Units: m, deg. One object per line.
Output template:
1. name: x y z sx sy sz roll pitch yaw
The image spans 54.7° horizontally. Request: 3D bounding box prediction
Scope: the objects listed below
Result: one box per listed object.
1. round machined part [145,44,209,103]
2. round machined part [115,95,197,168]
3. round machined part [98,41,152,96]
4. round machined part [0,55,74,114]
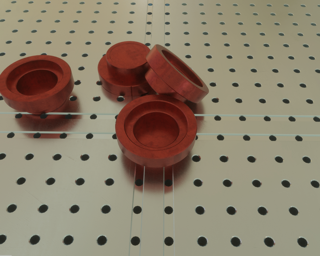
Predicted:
1. round machined part: 0.018 -0.068 0.432 0.098 0.042 0.098 37 21 -16
2. round machined part: -0.005 0.008 0.388 0.099 0.042 0.098 1 53 0
3. round machined part: -0.047 -0.097 0.478 0.099 0.042 0.098 1 50 0
4. round machined part: -0.173 -0.058 0.443 0.099 0.042 0.098 0 50 0
